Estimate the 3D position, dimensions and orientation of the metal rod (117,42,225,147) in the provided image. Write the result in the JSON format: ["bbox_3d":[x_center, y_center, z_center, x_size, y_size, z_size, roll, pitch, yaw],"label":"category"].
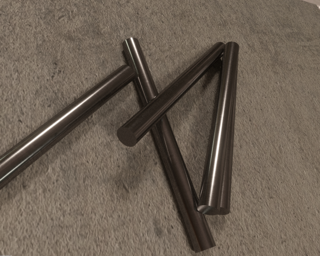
[{"bbox_3d":[0.036,-0.066,0.441,0.025,0.025,0.301,43,43,1],"label":"metal rod"}]

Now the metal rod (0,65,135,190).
[{"bbox_3d":[-0.123,0.011,0.331,0.025,0.025,0.301,42,51,0],"label":"metal rod"}]

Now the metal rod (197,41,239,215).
[{"bbox_3d":[0.088,-0.022,0.437,0.025,0.025,0.300,26,52,-12],"label":"metal rod"}]

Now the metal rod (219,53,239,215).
[{"bbox_3d":[0.101,-0.016,0.470,0.025,0.025,0.300,24,53,-14],"label":"metal rod"}]

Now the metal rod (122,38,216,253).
[{"bbox_3d":[0.004,0.006,0.403,0.025,0.025,0.299,-6,65,-31],"label":"metal rod"}]
